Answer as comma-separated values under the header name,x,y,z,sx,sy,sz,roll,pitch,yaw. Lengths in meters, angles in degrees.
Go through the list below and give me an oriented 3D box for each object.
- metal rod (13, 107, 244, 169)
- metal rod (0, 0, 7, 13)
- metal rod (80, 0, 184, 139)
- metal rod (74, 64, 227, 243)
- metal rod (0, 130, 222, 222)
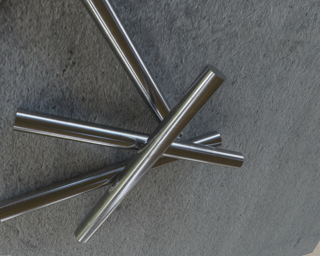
name,x,y,z,sx,sy,sz,roll,pitch,yaw
metal rod,-0.018,0.019,0.387,0.302,0.025,0.025,12,112,-27
metal rod,-0.194,-0.036,0.278,0.025,0.025,0.299,25,104,-37
metal rod,-0.041,-0.090,0.328,0.025,0.025,0.299,-36,129,-4
metal rod,-0.027,0.048,0.375,0.025,0.025,0.298,18,123,-35
metal rod,-0.052,0.057,0.413,0.302,0.025,0.025,-17,125,-19
